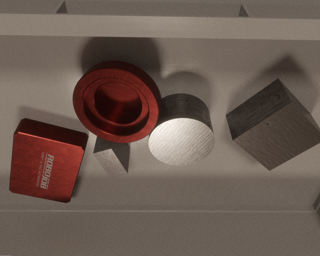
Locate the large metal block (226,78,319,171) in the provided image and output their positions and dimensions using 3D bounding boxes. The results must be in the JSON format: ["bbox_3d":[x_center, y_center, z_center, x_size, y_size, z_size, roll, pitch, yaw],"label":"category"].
[{"bbox_3d":[0.145,-0.002,0.394,0.080,0.050,0.080,37,121,-27],"label":"large metal block"}]

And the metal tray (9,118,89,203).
[{"bbox_3d":[-0.163,0.052,0.448,0.091,0.030,0.129,15,129,-13],"label":"metal tray"}]

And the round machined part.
[{"bbox_3d":[-0.046,-0.033,0.362,0.099,0.042,0.097,5,125,7],"label":"round machined part"}]

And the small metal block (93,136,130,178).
[{"bbox_3d":[-0.063,0.030,0.418,0.025,0.050,0.050,-16,129,12],"label":"small metal block"}]

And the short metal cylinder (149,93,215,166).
[{"bbox_3d":[0.026,0.003,0.396,0.081,0.050,0.079,-1,130,0],"label":"short metal cylinder"}]
